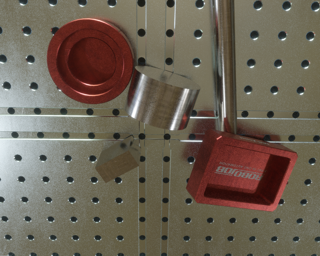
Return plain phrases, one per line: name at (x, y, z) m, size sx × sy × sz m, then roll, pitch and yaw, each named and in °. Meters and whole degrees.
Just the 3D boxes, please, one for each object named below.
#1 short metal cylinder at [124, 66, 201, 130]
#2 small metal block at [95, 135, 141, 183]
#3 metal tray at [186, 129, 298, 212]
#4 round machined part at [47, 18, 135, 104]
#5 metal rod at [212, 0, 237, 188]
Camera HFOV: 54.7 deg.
short metal cylinder at (0.002, -0.037, 0.370) m, size 0.080 × 0.080 × 0.050 m, roll 16°, pitch 109°, yaw -6°
small metal block at (-0.054, 0.041, 0.414) m, size 0.050 × 0.050 × 0.025 m, roll -28°, pitch 108°, yaw 9°
metal tray at (0.109, 0.058, 0.408) m, size 0.131 × 0.030 × 0.089 m, roll 12°, pitch 103°, yaw -23°
round machined part at (-0.080, -0.081, 0.373) m, size 0.099 × 0.042 × 0.097 m, roll 0°, pitch 110°, yaw -1°
metal rod at (0.087, -0.031, 0.403) m, size 0.025 × 0.025 × 0.298 m, roll -6°, pitch 110°, yaw 2°
